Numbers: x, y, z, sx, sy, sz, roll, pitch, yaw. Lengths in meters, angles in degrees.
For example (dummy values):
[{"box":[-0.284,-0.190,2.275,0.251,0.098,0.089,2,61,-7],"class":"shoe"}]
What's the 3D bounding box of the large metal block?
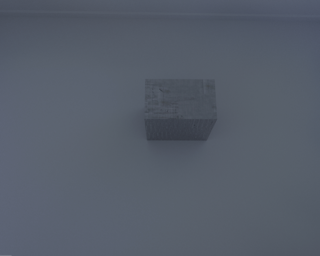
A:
[{"box":[0.023,-0.020,0.388,0.081,0.080,0.050,0,70,0],"class":"large metal block"}]
